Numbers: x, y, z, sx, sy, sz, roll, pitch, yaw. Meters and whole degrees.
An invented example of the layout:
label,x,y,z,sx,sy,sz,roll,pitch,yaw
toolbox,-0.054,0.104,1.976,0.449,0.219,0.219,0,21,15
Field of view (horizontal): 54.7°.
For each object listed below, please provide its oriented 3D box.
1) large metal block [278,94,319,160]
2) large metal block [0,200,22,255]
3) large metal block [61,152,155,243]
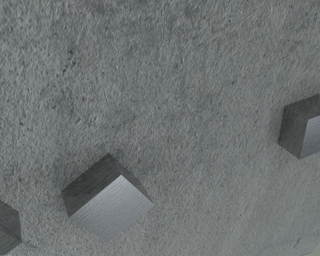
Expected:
label,x,y,z,sx,sy,sz,roll,pitch,yaw
large metal block,0.256,-0.003,0.528,0.081,0.050,0.079,-18,126,-18
large metal block,-0.217,0.116,0.344,0.080,0.050,0.080,-36,129,-5
large metal block,-0.068,0.093,0.411,0.080,0.050,0.080,-40,129,-2
